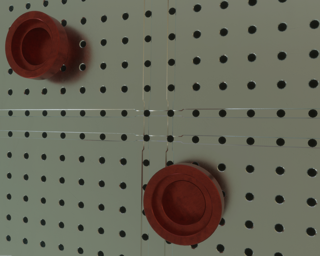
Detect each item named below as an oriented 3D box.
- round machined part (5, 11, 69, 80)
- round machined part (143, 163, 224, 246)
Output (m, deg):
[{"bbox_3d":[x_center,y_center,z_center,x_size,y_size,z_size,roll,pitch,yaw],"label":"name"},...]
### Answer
[{"bbox_3d":[-0.179,-0.121,0.468,0.098,0.042,0.097,0,90,20],"label":"round machined part"},{"bbox_3d":[0.032,0.093,0.393,0.098,0.042,0.097,0,90,20],"label":"round machined part"}]
